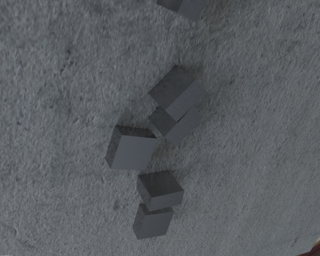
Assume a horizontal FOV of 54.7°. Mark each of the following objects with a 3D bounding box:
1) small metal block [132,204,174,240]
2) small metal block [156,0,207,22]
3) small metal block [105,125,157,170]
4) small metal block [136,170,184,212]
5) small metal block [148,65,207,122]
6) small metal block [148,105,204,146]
[{"bbox_3d":[-0.012,0.147,0.493,0.050,0.025,0.050,1,118,-30],"label":"small metal block"},{"bbox_3d":[0.027,-0.143,0.318,0.025,0.050,0.050,14,111,-34],"label":"small metal block"},{"bbox_3d":[-0.038,0.027,0.404,0.050,0.025,0.050,7,115,-32],"label":"small metal block"},{"bbox_3d":[-0.001,0.089,0.447,0.050,0.050,0.025,-6,121,-26],"label":"small metal block"},{"bbox_3d":[0.020,-0.043,0.377,0.050,0.050,0.025,-45,130,3],"label":"small metal block"},{"bbox_3d":[0.019,-0.013,0.394,0.050,0.050,0.025,-47,130,5],"label":"small metal block"}]
